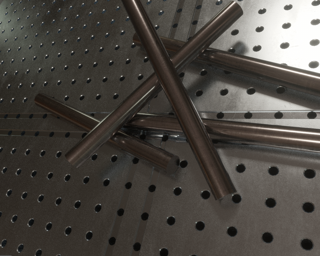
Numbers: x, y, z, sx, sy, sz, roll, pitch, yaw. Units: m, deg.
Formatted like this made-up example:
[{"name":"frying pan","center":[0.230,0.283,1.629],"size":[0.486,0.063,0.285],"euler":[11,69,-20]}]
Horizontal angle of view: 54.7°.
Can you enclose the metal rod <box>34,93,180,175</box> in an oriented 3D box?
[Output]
[{"name":"metal rod","center":[-0.097,-0.002,0.458],"size":[0.300,0.025,0.025],"euler":[23,74,36]}]

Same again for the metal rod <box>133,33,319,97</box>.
[{"name":"metal rod","center":[0.073,-0.097,0.428],"size":[0.300,0.025,0.025],"euler":[25,76,36]}]

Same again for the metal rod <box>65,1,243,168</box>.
[{"name":"metal rod","center":[-0.006,-0.059,0.412],"size":[0.300,0.025,0.025],"euler":[-43,51,-2]}]

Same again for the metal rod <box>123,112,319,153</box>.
[{"name":"metal rod","center":[0.066,0.002,0.371],"size":[0.300,0.025,0.025],"euler":[7,65,30]}]

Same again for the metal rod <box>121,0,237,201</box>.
[{"name":"metal rod","center":[0.013,-0.056,0.379],"size":[0.025,0.025,0.299],"euler":[-28,70,10]}]
